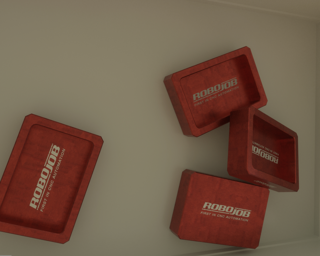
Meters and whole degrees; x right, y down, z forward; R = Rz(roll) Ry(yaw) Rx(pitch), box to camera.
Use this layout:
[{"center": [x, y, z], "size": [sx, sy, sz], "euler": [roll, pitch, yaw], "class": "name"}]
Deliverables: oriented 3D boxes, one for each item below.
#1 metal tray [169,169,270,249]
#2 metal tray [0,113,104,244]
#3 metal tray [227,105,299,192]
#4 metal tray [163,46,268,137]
[{"center": [0.087, 0.116, 0.440], "size": [0.131, 0.030, 0.090], "euler": [15, 85, -20], "class": "metal tray"}, {"center": [-0.130, 0.058, 0.359], "size": [0.091, 0.030, 0.129], "euler": [20, 83, -19], "class": "metal tray"}, {"center": [0.147, 0.033, 0.428], "size": [0.131, 0.030, 0.090], "euler": [22, 66, -37], "class": "metal tray"}, {"center": [0.081, -0.052, 0.437], "size": [0.131, 0.030, 0.090], "euler": [-24, 98, -19], "class": "metal tray"}]
